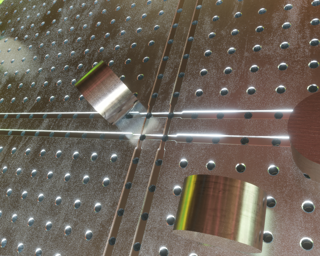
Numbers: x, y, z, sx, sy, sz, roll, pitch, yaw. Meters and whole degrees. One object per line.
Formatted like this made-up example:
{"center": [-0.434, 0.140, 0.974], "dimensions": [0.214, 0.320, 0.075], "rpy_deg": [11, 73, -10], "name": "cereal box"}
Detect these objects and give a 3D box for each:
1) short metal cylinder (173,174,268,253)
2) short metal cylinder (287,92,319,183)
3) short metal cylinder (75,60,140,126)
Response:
{"center": [0.057, 0.082, 0.292], "dimensions": [0.080, 0.080, 0.050], "rpy_deg": [1, 63, 28], "name": "short metal cylinder"}
{"center": [0.168, 0.010, 0.298], "dimensions": [0.080, 0.050, 0.080], "rpy_deg": [-13, 56, 20], "name": "short metal cylinder"}
{"center": [-0.074, -0.050, 0.440], "dimensions": [0.050, 0.080, 0.080], "rpy_deg": [-42, 51, -1], "name": "short metal cylinder"}
